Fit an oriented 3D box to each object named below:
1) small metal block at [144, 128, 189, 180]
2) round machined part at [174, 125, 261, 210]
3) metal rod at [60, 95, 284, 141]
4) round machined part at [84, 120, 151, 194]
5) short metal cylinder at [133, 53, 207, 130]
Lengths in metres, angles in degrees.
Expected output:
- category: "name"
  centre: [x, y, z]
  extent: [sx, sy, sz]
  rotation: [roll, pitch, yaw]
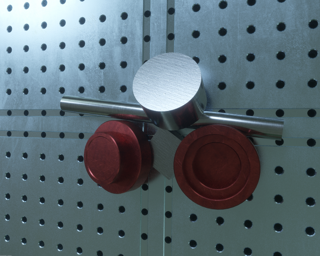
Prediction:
- category: "small metal block"
  centre: [0.011, 0.031, 0.405]
  extent: [0.050, 0.025, 0.050]
  rotation: [38, 102, 16]
- category: "round machined part"
  centre: [0.069, 0.044, 0.373]
  extent: [0.098, 0.042, 0.097]
  rotation: [1, 93, 17]
- category: "metal rod"
  centre: [0.001, -0.017, 0.408]
  extent: [0.301, 0.025, 0.025]
  rotation: [8, 93, 19]
- category: "round machined part"
  centre: [-0.062, 0.038, 0.408]
  extent: [0.098, 0.042, 0.097]
  rotation: [1, 91, 38]
- category: "short metal cylinder"
  centre: [0.013, -0.044, 0.375]
  extent: [0.080, 0.050, 0.080]
  rotation: [-6, 63, 13]
